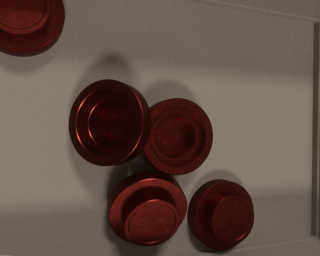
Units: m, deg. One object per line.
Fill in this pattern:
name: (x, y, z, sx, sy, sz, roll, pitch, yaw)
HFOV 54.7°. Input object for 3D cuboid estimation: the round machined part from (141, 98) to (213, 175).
round machined part: (0.017, 0.011, 0.409, 0.099, 0.042, 0.097, 0, 90, -21)

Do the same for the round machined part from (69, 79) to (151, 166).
round machined part: (-0.054, -0.005, 0.364, 0.098, 0.042, 0.097, -2, 85, 23)

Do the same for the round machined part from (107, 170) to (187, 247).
round machined part: (-0.013, 0.105, 0.380, 0.099, 0.042, 0.097, -5, 113, -13)

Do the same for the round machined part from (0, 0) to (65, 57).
round machined part: (-0.157, -0.132, 0.343, 0.099, 0.042, 0.097, 0, 90, -21)

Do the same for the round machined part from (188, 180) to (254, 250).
round machined part: (0.092, 0.124, 0.437, 0.099, 0.042, 0.097, 0, 90, -21)
